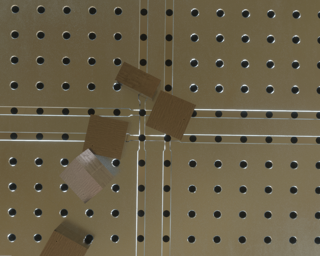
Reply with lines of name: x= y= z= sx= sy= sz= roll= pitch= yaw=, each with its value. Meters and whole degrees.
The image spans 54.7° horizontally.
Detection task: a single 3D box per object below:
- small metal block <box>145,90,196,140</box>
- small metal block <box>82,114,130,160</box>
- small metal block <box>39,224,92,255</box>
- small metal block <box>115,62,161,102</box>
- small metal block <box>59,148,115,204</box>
small metal block: x=0.014 y=-0.017 z=0.414 sx=0.050 sy=0.025 sz=0.050 roll=23 pitch=90 yaw=-1
small metal block: x=-0.070 y=0.012 z=0.413 sx=0.050 sy=0.025 sz=0.050 roll=12 pitch=90 yaw=-1
small metal block: x=-0.127 y=0.166 z=0.412 sx=0.050 sy=0.025 sz=0.050 roll=30 pitch=90 yaw=-1
small metal block: x=-0.027 y=-0.058 z=0.401 sx=0.050 sy=0.050 sz=0.025 roll=27 pitch=90 yaw=-1
small metal block: x=-0.095 y=0.063 z=0.399 sx=0.050 sy=0.025 sz=0.050 roll=48 pitch=129 yaw=-1
